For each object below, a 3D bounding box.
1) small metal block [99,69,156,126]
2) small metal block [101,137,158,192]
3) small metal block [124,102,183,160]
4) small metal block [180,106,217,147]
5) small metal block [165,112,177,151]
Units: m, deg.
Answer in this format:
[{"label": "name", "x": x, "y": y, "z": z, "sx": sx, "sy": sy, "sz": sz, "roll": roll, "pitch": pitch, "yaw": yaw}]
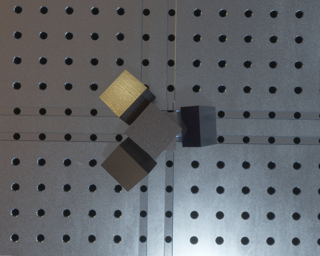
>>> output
[{"label": "small metal block", "x": -0.042, "y": -0.040, "z": 0.401, "sx": 0.050, "sy": 0.025, "sz": 0.050, "roll": -47, "pitch": 54, "yaw": 0}, {"label": "small metal block", "x": -0.040, "y": 0.047, "z": 0.400, "sx": 0.050, "sy": 0.025, "sz": 0.050, "roll": 45, "pitch": 127, "yaw": 0}, {"label": "small metal block", "x": -0.008, "y": 0.004, "z": 0.388, "sx": 0.050, "sy": 0.025, "sz": 0.050, "roll": 41, "pitch": 89, "yaw": -1}, {"label": "small metal block", "x": 0.051, "y": -0.002, "z": 0.398, "sx": 0.025, "sy": 0.050, "sz": 0.050, "roll": -3, "pitch": 90, "yaw": 33}, {"label": "small metal block", "x": -0.004, "y": 0.003, "z": 0.413, "sx": 0.050, "sy": 0.025, "sz": 0.050, "roll": 2, "pitch": 93, "yaw": 0}]
